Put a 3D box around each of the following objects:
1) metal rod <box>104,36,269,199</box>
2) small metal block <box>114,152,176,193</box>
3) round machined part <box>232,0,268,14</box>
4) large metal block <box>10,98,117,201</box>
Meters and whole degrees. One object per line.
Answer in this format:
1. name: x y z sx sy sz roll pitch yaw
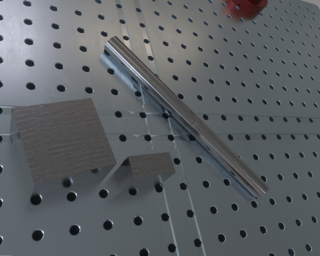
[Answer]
1. metal rod: 0.035 -0.017 0.437 0.300 0.025 0.025 45 51 3
2. small metal block: -0.018 0.051 0.351 0.050 0.050 0.025 -3 64 -30
3. round machined part: 0.203 -0.307 0.694 0.099 0.042 0.098 14 56 -21
4. large metal block: -0.103 0.020 0.324 0.081 0.050 0.080 -12 68 -33
